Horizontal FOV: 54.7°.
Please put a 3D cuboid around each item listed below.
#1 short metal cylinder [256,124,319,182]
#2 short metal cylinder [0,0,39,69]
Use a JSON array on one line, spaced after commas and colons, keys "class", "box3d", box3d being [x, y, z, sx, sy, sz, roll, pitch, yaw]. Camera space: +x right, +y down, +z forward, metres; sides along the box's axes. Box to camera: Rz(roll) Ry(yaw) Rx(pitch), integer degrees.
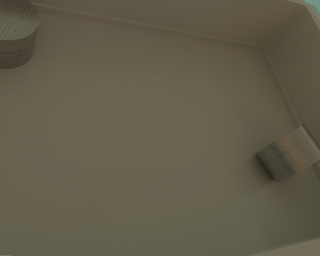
[{"class": "short metal cylinder", "box3d": [0.190, 0.037, 0.453, 0.081, 0.080, 0.050, -22, 74, -36]}, {"class": "short metal cylinder", "box3d": [-0.187, -0.116, 0.360, 0.081, 0.050, 0.080, 14, 56, -21]}]
